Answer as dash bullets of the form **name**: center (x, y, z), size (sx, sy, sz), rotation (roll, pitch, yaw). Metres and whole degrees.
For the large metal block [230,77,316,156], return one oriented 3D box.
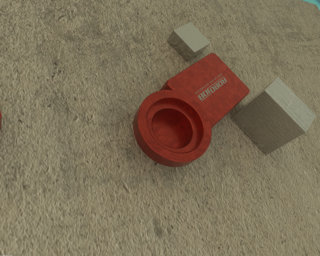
- **large metal block**: center (0.171, -0.017, 0.473), size (0.080, 0.080, 0.050), rotation (47, 51, 4)

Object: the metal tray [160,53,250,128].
- **metal tray**: center (0.071, -0.055, 0.475), size (0.090, 0.030, 0.131), rotation (48, 51, 5)

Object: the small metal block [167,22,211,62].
- **small metal block**: center (0.049, -0.145, 0.520), size (0.050, 0.025, 0.050), rotation (48, 51, 5)

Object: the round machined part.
- **round machined part**: center (0.012, 0.004, 0.395), size (0.099, 0.042, 0.098), rotation (10, 61, -19)
